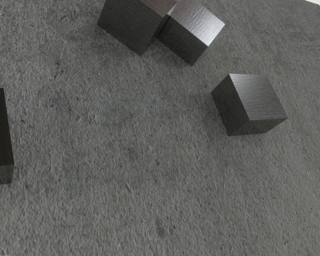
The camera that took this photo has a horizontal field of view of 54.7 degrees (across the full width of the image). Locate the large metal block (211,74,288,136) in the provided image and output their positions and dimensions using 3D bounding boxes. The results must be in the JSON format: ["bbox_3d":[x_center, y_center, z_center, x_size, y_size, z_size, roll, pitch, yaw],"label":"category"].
[{"bbox_3d":[0.138,-0.036,0.484,0.081,0.050,0.080,-3,64,-30],"label":"large metal block"}]

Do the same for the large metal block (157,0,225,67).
[{"bbox_3d":[0.050,-0.162,0.513,0.080,0.050,0.080,38,51,-3],"label":"large metal block"}]

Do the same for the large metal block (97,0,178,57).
[{"bbox_3d":[-0.035,-0.166,0.451,0.080,0.080,0.050,35,51,-5],"label":"large metal block"}]

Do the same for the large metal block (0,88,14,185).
[{"bbox_3d":[-0.183,0.011,0.282,0.081,0.050,0.080,-6,65,-31],"label":"large metal block"}]
